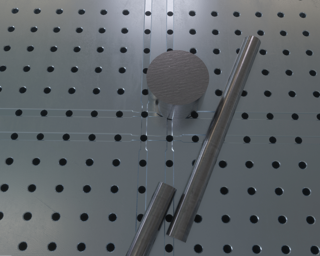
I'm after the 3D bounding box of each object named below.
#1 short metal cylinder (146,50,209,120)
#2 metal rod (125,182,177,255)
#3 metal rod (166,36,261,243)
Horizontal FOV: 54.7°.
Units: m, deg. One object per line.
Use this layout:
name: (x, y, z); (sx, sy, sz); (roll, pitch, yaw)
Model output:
short metal cylinder: (0.023, -0.057, 0.420); (0.081, 0.050, 0.080); (0, 70, 0)
metal rod: (-0.052, 0.200, 0.338); (0.025, 0.025, 0.300); (23, 71, 8)
metal rod: (0.078, 0.001, 0.411); (0.025, 0.025, 0.300); (22, 71, 8)
